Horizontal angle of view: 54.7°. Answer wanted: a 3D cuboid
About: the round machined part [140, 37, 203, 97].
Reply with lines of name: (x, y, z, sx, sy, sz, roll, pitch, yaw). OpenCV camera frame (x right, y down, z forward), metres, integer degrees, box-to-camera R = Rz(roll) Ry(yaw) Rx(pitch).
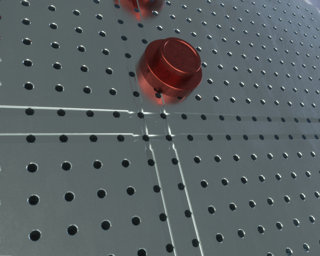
round machined part: (0.023, -0.098, 0.472, 0.099, 0.042, 0.098, 14, 56, -21)
